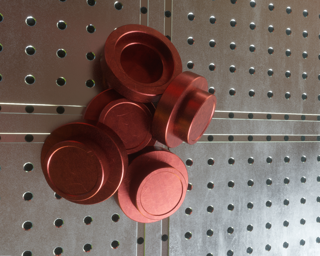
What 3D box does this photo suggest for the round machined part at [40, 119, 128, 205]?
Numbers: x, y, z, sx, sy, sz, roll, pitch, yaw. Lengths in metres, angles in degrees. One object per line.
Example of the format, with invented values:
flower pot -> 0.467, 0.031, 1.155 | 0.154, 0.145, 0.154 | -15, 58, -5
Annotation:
round machined part -> -0.089, 0.042, 0.346 | 0.098, 0.042, 0.097 | 2, 103, 9

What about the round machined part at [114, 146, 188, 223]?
round machined part -> -0.006, 0.075, 0.389 | 0.099, 0.042, 0.097 | -6, 104, -25

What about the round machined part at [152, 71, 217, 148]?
round machined part -> 0.036, -0.018, 0.387 | 0.042, 0.098, 0.098 | 28, 78, 23

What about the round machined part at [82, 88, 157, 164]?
round machined part -> -0.046, -0.003, 0.386 | 0.099, 0.042, 0.097 | 0, 90, -21

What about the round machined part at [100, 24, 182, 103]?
round machined part -> -0.026, -0.075, 0.383 | 0.099, 0.042, 0.098 | 10, 65, -22
